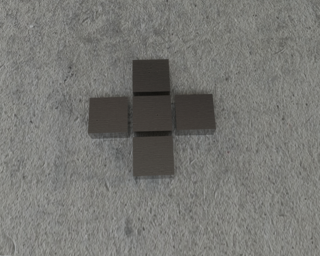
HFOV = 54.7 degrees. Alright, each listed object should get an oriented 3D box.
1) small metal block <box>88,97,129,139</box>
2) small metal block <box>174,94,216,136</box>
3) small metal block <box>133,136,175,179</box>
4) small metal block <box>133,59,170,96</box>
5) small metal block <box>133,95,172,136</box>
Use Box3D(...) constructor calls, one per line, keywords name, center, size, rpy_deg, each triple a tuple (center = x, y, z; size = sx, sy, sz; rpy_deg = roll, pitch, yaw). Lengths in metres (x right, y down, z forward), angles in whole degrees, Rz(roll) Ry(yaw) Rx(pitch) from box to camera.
Box3D(name="small metal block", center=(-0.067, -0.013, 0.413), size=(0.050, 0.025, 0.050), rpy_deg=(-2, 70, -1))
Box3D(name="small metal block", center=(0.046, -0.017, 0.416), size=(0.050, 0.025, 0.050), rpy_deg=(-2, 70, -1))
Box3D(name="small metal block", center=(-0.008, 0.038, 0.395), size=(0.050, 0.025, 0.050), rpy_deg=(-2, 70, -1))
Box3D(name="small metal block", center=(-0.012, -0.068, 0.434), size=(0.050, 0.025, 0.050), rpy_deg=(-2, 70, -1))
Box3D(name="small metal block", center=(-0.010, -0.015, 0.415), size=(0.050, 0.025, 0.050), rpy_deg=(-2, 70, -1))
